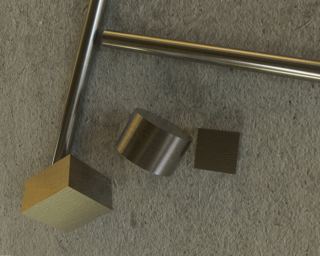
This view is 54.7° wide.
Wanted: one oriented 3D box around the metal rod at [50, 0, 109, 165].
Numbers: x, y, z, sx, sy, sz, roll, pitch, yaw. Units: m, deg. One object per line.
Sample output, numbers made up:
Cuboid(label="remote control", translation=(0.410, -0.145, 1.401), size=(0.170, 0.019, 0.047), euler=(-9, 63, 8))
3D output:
Cuboid(label="metal rod", translation=(-0.112, -0.086, 0.446), size=(0.025, 0.025, 0.298), euler=(17, 96, 19))

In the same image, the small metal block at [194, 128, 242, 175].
Cuboid(label="small metal block", translation=(0.072, 0.027, 0.383), size=(0.050, 0.025, 0.050), euler=(7, 92, 19))

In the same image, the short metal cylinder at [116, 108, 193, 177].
Cuboid(label="short metal cylinder", translation=(-0.007, 0.016, 0.381), size=(0.080, 0.080, 0.050), euler=(32, 101, 17))

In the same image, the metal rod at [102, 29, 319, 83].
Cuboid(label="metal rod", translation=(0.064, -0.091, 0.385), size=(0.301, 0.025, 0.025), euler=(14, 95, 19))

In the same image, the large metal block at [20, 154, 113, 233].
Cuboid(label="large metal block", translation=(-0.122, 0.090, 0.414), size=(0.080, 0.080, 0.050), euler=(-30, 43, 17))
